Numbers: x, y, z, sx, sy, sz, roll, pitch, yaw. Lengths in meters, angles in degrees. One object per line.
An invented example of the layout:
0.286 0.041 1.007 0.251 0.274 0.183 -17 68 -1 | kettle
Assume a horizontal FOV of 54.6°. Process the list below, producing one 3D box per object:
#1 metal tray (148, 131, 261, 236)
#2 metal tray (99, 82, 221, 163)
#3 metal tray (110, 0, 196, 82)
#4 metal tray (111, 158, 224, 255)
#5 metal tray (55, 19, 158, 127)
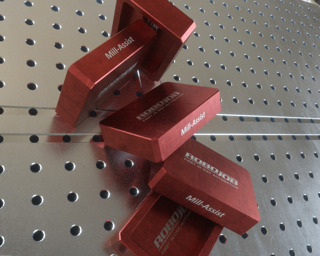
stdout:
0.054 0.061 0.372 0.130 0.030 0.090 30 30 -13 | metal tray
0.004 -0.014 0.380 0.090 0.030 0.131 15 38 38 | metal tray
-0.016 -0.119 0.403 0.090 0.130 0.030 37 72 -3 | metal tray
0.020 0.106 0.350 0.090 0.030 0.131 43 51 1 | metal tray
-0.062 -0.067 0.373 0.030 0.090 0.131 41 51 -1 | metal tray
